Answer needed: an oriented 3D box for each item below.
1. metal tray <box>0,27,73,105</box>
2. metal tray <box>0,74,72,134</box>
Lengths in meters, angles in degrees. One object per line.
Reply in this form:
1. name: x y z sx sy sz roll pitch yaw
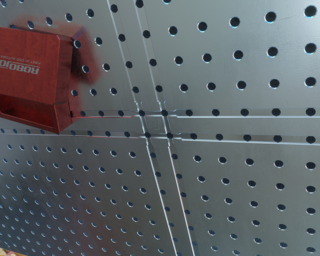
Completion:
1. metal tray: -0.187 -0.087 0.424 0.130 0.030 0.089 12 102 16
2. metal tray: -0.205 -0.049 0.483 0.130 0.030 0.089 14 124 20
